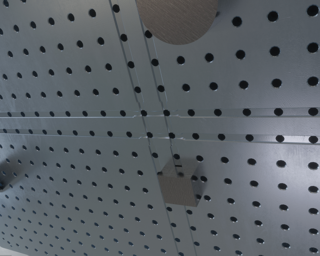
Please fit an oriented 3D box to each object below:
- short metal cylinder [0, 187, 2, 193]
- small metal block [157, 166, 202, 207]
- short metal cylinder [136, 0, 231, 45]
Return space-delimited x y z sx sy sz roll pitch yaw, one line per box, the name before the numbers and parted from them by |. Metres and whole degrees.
short metal cylinder | -0.397 0.146 0.675 0.050 0.080 0.080 47 129 -5
small metal block | 0.029 0.084 0.448 0.050 0.025 0.050 0 119 28
short metal cylinder | 0.024 -0.128 0.303 0.080 0.050 0.079 13 124 20
